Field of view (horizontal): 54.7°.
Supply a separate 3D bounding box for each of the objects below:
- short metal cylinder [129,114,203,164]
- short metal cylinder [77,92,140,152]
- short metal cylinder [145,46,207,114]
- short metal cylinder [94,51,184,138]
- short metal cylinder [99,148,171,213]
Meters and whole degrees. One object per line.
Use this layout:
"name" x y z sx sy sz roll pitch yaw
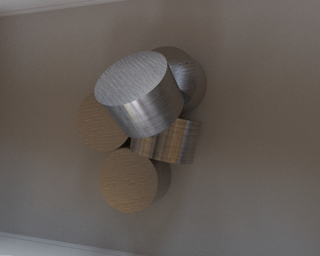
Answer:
"short metal cylinder" 0.007 0.009 0.377 0.080 0.080 0.050 14 95 19
"short metal cylinder" -0.063 -0.010 0.416 0.080 0.050 0.079 0 90 19
"short metal cylinder" 0.014 -0.057 0.390 0.080 0.050 0.079 0 90 19
"short metal cylinder" -0.021 -0.036 0.327 0.080 0.050 0.080 -15 45 16
"short metal cylinder" -0.032 0.065 0.405 0.080 0.050 0.079 0 90 19
